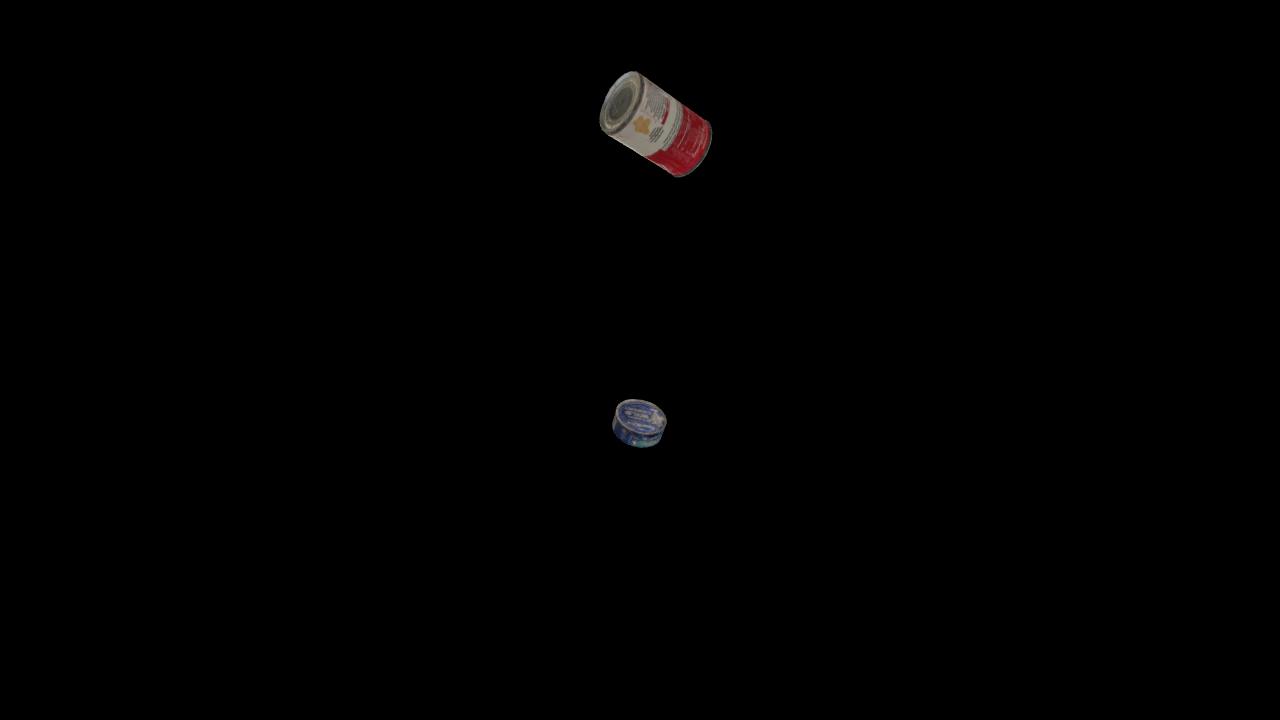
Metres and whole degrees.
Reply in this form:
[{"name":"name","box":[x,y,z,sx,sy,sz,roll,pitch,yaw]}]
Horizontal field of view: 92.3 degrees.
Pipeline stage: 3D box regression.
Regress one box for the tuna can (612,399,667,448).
[{"name":"tuna can","box":[-0.002,0.101,0.983,0.084,0.034,0.084,12,33,-8]}]

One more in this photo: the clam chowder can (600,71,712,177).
[{"name":"clam chowder can","box":[0.017,-0.244,0.642,0.102,0.068,0.068,19,-12,-39]}]
